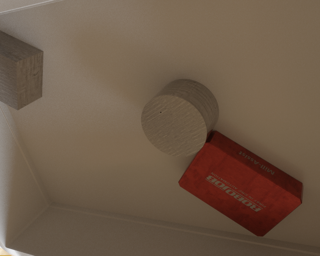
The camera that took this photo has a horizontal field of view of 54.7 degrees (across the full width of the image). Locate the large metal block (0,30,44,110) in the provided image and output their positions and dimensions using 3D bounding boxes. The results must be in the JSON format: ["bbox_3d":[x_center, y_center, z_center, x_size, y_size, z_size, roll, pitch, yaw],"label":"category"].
[{"bbox_3d":[-0.222,-0.085,0.454,0.080,0.050,0.079,27,128,11],"label":"large metal block"}]

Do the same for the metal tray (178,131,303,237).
[{"bbox_3d":[0.100,0.073,0.398,0.130,0.030,0.089,32,128,6],"label":"metal tray"}]

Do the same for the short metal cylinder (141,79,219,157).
[{"bbox_3d":[0.025,-0.012,0.371,0.080,0.050,0.079,13,124,20],"label":"short metal cylinder"}]
